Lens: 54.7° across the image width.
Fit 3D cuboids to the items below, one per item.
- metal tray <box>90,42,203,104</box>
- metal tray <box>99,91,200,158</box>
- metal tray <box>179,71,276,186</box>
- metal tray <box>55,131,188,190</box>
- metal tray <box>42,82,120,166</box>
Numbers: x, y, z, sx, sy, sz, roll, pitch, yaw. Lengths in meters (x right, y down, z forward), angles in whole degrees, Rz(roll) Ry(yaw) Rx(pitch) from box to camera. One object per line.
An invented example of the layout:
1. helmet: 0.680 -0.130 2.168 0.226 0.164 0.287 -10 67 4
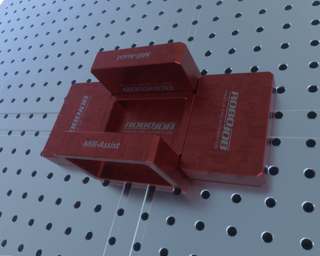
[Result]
1. metal tray: -0.014 -0.067 0.414 0.130 0.090 0.030 1 63 28
2. metal tray: -0.017 -0.001 0.410 0.130 0.030 0.090 1 62 28
3. metal tray: 0.081 -0.003 0.361 0.090 0.030 0.130 2 62 27
4. metal tray: -0.044 0.038 0.363 0.130 0.090 0.030 1 63 28
5. metal tray: -0.113 -0.008 0.467 0.090 0.030 0.130 1 62 28
